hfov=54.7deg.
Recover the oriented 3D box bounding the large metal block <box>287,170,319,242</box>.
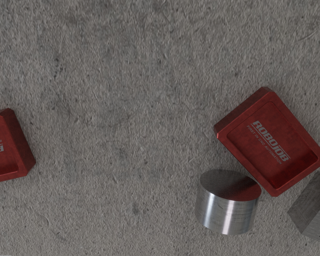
[{"bbox_3d":[0.248,0.119,0.443,0.080,0.050,0.080,24,108,-9],"label":"large metal block"}]

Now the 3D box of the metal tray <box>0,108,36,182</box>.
[{"bbox_3d":[-0.248,0.032,0.416,0.131,0.030,0.089,-13,110,4],"label":"metal tray"}]

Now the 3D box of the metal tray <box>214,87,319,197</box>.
[{"bbox_3d":[0.147,0.021,0.415,0.090,0.030,0.130,-41,105,13],"label":"metal tray"}]

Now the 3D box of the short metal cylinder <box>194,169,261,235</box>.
[{"bbox_3d":[0.090,0.097,0.417,0.081,0.080,0.050,6,110,-2],"label":"short metal cylinder"}]
